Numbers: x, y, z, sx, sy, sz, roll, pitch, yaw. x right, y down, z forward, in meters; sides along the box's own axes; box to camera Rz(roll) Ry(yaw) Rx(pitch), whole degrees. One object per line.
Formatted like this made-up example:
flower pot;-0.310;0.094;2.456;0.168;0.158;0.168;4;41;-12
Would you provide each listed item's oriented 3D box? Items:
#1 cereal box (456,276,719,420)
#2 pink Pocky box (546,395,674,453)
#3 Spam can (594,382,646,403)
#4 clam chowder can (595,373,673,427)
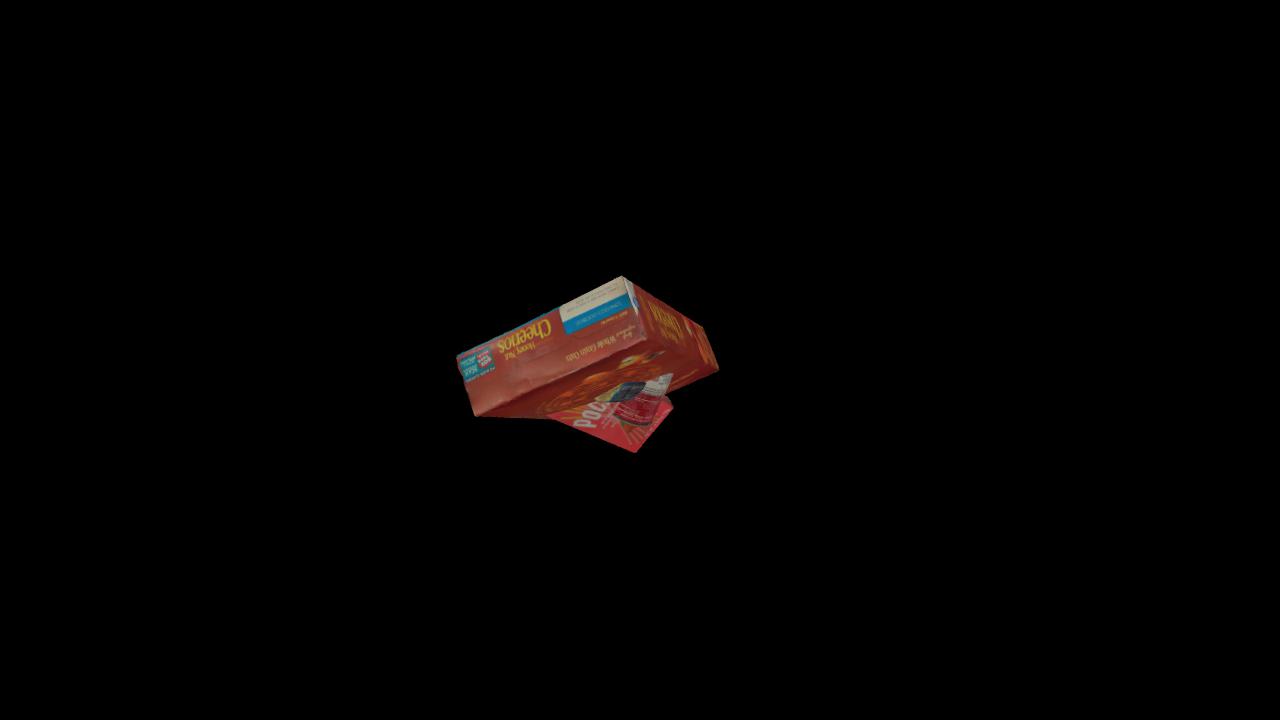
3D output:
cereal box;-0.041;0.004;0.737;0.203;0.081;0.306;-24;-15;17
pink Pocky box;-0.042;0.054;0.750;0.155;0.084;0.029;28;19;-31
Spam can;-0.033;0.004;0.743;0.058;0.101;0.085;-49;-27;24
clam chowder can;0.004;0.021;0.756;0.068;0.102;0.068;21;19;-8
